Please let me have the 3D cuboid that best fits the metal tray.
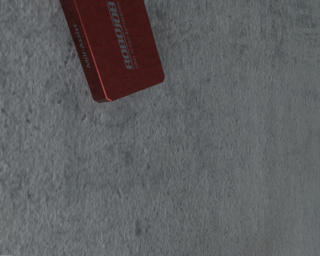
[{"bbox_3d":[-0.051,-0.104,0.360,0.091,0.030,0.129,-27,107,-37],"label":"metal tray"}]
